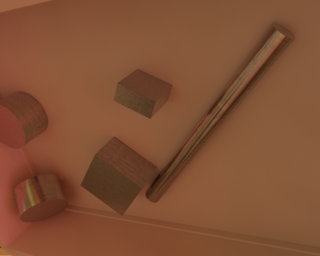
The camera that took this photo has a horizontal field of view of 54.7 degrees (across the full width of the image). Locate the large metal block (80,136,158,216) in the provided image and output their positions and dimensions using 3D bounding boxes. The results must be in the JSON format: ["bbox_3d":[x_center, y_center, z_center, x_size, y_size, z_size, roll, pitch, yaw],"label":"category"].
[{"bbox_3d":[-0.063,0.073,0.469,0.080,0.050,0.079,35,129,4],"label":"large metal block"}]

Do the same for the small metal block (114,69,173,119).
[{"bbox_3d":[-0.020,-0.043,0.375,0.050,0.050,0.025,27,128,11],"label":"small metal block"}]

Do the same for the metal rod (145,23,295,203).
[{"bbox_3d":[0.053,0.006,0.383,0.025,0.025,0.298,36,129,4],"label":"metal rod"}]

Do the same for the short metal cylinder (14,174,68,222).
[{"bbox_3d":[-0.210,0.125,0.549,0.080,0.081,0.050,-53,54,39],"label":"short metal cylinder"}]

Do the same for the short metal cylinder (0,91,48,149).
[{"bbox_3d":[-0.232,-0.013,0.503,0.080,0.050,0.079,13,124,20],"label":"short metal cylinder"}]
